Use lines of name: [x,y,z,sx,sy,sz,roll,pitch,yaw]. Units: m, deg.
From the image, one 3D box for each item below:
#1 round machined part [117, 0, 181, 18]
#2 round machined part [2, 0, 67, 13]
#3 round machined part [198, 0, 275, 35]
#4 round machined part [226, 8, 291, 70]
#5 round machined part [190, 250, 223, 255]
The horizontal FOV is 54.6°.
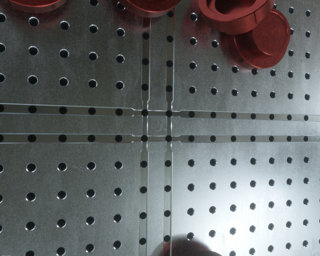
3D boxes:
round machined part: [-0.018,-0.190,0.396,0.099,0.042,0.097,0,90,-20]
round machined part: [-0.146,-0.178,0.349,0.099,0.042,0.097,0,90,-20]
round machined part: [0.105,-0.167,0.423,0.098,0.098,0.042,-55,145,-12]
round machined part: [0.152,-0.137,0.459,0.099,0.042,0.097,0,90,-20]
round machined part: [0.058,0.217,0.425,0.099,0.042,0.097,0,90,-20]
